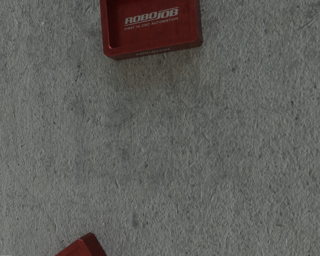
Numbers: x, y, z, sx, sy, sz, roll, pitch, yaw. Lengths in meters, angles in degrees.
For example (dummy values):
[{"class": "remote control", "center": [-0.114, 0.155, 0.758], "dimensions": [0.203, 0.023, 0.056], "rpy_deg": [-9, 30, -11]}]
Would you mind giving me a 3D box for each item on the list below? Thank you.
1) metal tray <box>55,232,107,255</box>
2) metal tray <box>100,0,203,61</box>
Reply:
[{"class": "metal tray", "center": [-0.129, 0.225, 0.451], "dimensions": [0.130, 0.030, 0.090], "rpy_deg": [-38, 78, 16]}, {"class": "metal tray", "center": [-0.013, -0.145, 0.410], "dimensions": [0.130, 0.030, 0.089], "rpy_deg": [-5, 88, 19]}]
